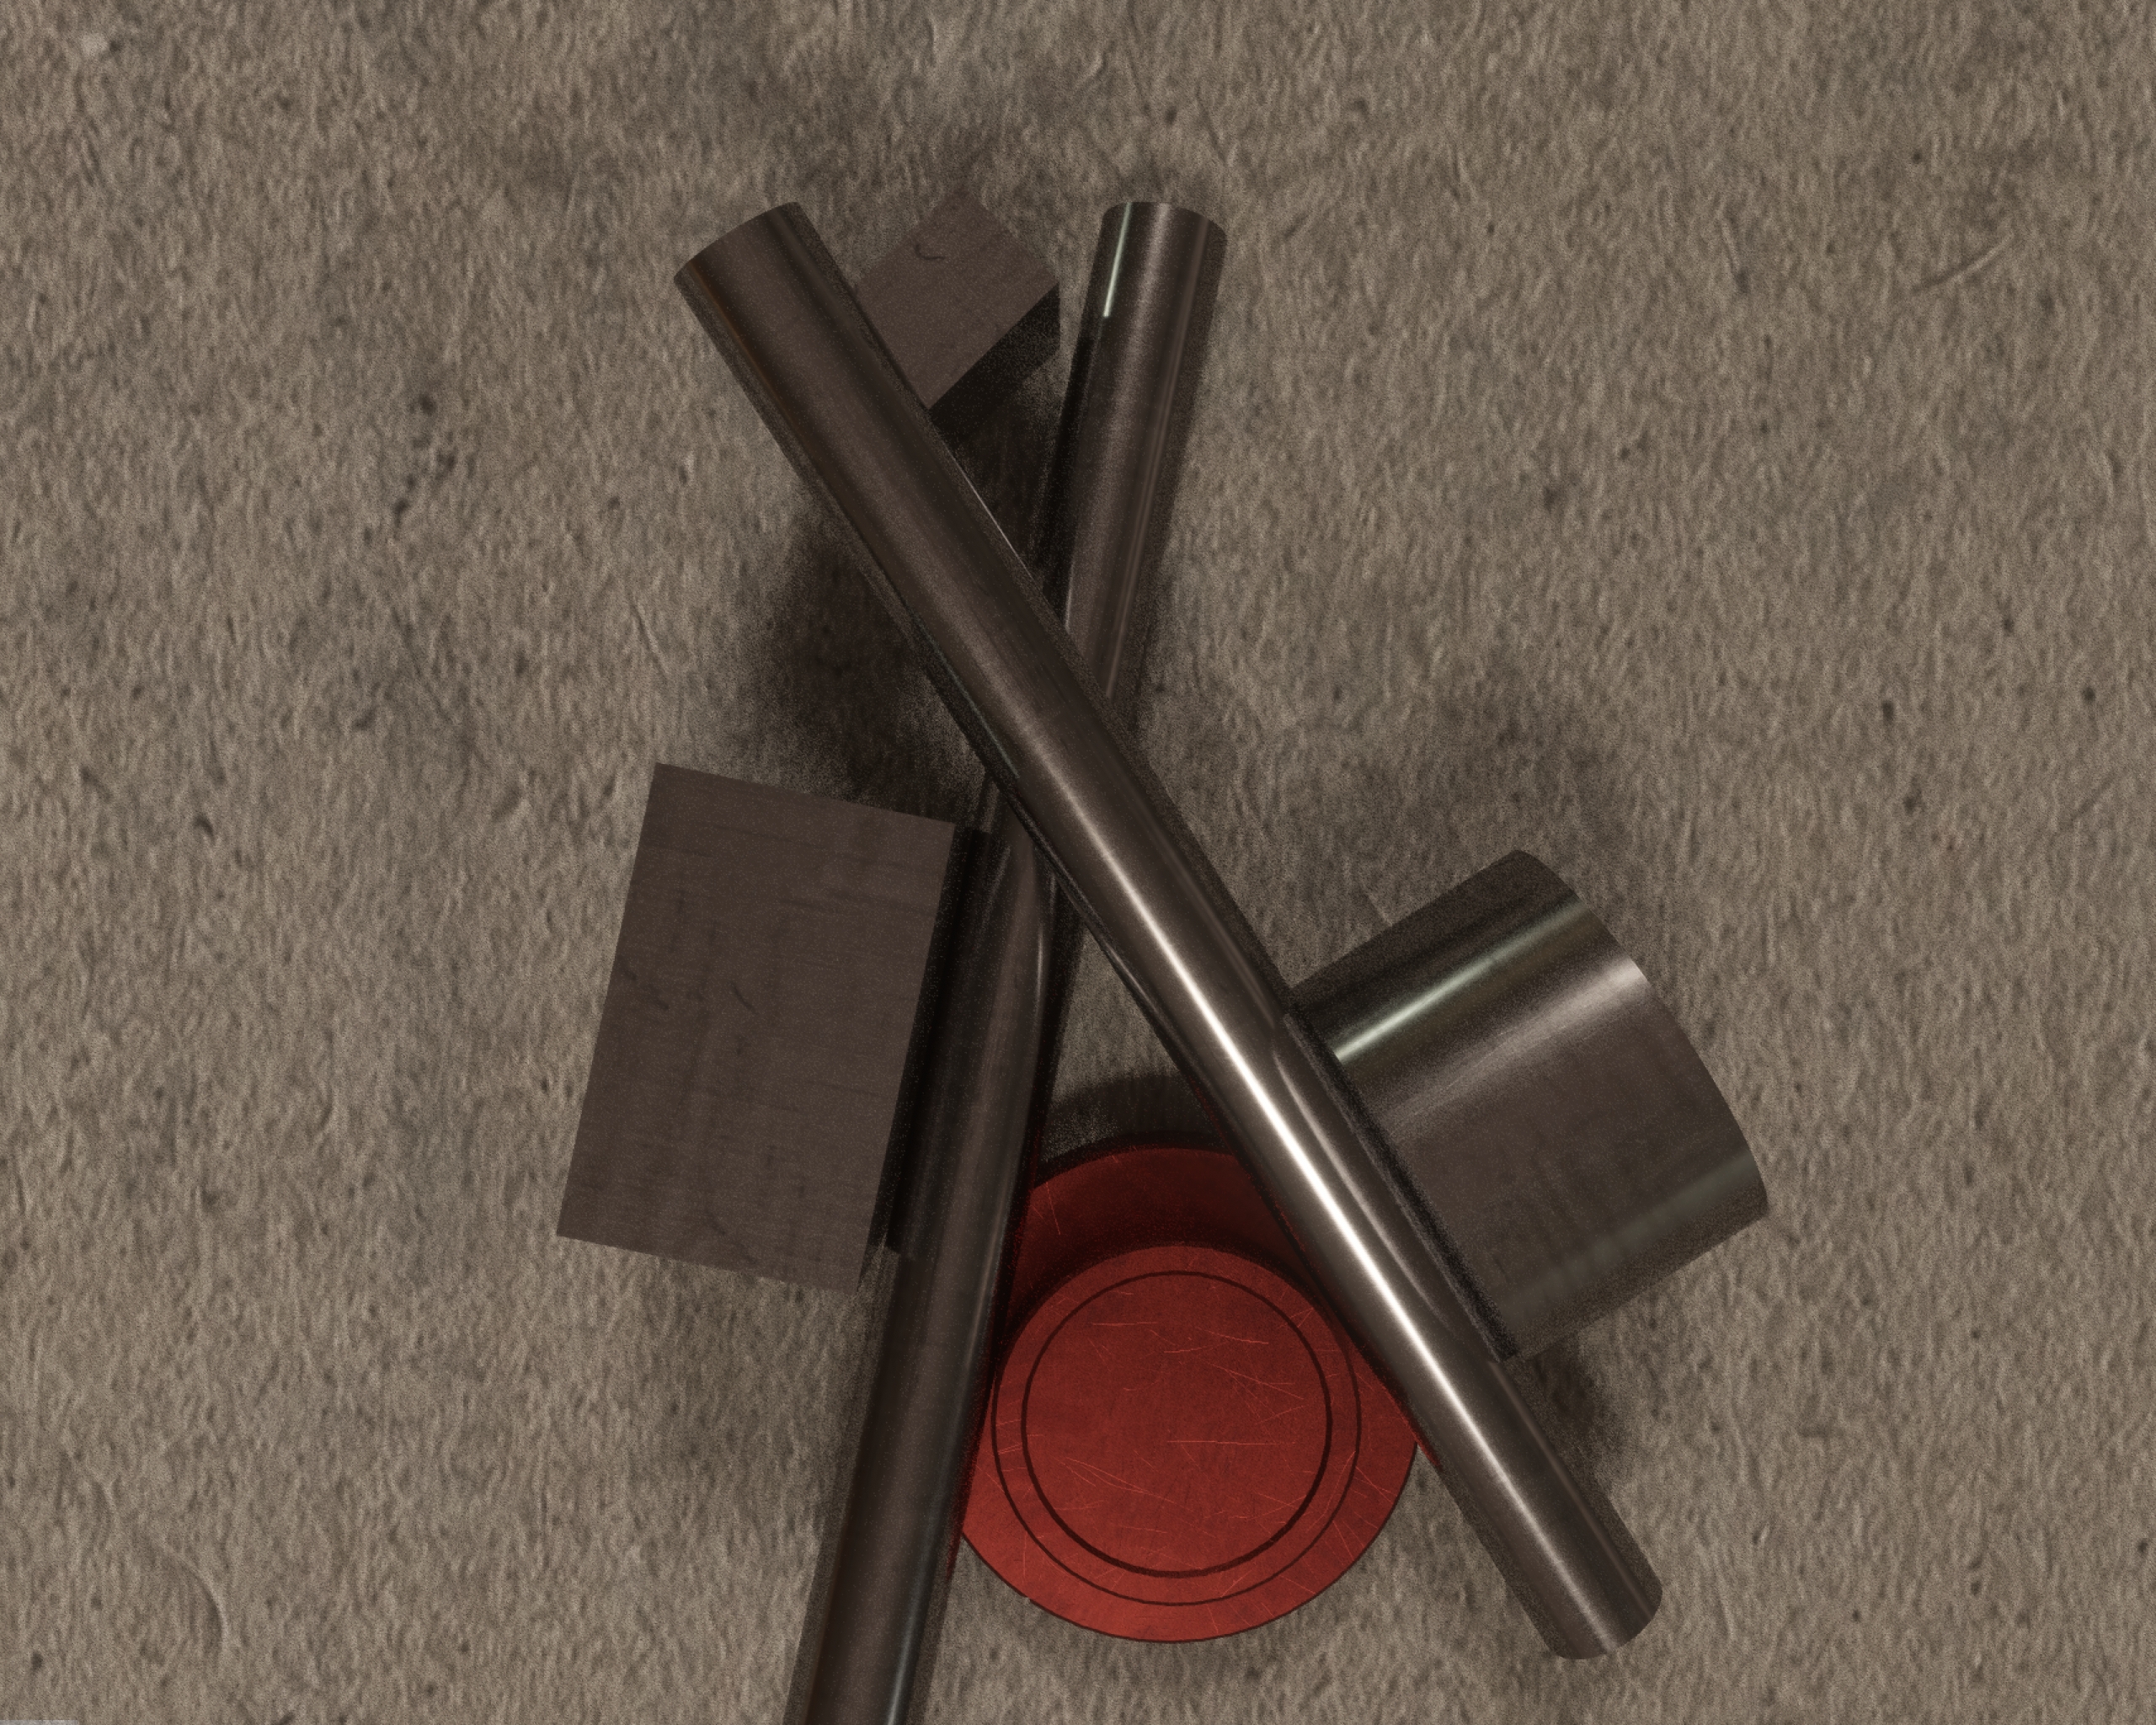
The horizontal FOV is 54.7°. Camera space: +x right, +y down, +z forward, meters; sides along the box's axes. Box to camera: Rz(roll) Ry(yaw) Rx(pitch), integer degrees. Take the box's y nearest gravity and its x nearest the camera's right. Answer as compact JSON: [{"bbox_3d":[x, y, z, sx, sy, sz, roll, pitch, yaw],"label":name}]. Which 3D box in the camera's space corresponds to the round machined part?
[{"bbox_3d":[0.018,0.103,0.404,0.099,0.042,0.097,0,90,-1],"label":"round machined part"}]

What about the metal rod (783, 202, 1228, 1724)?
[{"bbox_3d":[-0.013,0.020,0.396,0.025,0.025,0.298,12,84,-1],"label":"metal rod"}]

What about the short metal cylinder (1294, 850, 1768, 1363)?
[{"bbox_3d":[0.081,0.045,0.385,0.050,0.080,0.080,-32,90,0],"label":"short metal cylinder"}]

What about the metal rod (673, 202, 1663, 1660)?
[{"bbox_3d":[0.022,0.020,0.377,0.025,0.025,0.299,-33,99,0],"label":"metal rod"}]

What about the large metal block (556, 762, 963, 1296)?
[{"bbox_3d":[-0.053,0.027,0.383,0.050,0.080,0.080,12,90,0],"label":"large metal block"}]

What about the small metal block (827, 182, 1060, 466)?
[{"bbox_3d":[-0.030,-0.096,0.398,0.050,0.050,0.025,-45,91,0],"label":"small metal block"}]
